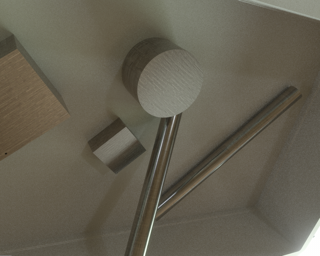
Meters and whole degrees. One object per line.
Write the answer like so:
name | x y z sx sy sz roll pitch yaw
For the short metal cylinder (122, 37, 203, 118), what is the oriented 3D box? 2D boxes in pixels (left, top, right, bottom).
short metal cylinder | 0.002 -0.059 0.359 0.081 0.050 0.079 -14 124 -21

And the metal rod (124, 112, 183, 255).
metal rod | -0.018 0.107 0.381 0.025 0.025 0.299 21 80 -36

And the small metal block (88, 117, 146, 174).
small metal block | -0.054 0.023 0.395 0.050 0.025 0.050 -39 130 -3

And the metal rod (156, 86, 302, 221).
metal rod | 0.102 0.040 0.491 0.300 0.025 0.025 -40 130 -1

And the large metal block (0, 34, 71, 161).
large metal block | -0.147 -0.028 0.295 0.080 0.050 0.080 -34 129 -7
